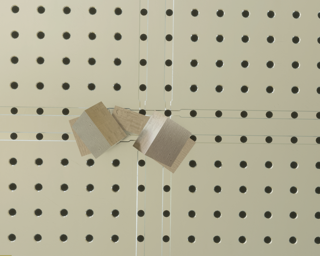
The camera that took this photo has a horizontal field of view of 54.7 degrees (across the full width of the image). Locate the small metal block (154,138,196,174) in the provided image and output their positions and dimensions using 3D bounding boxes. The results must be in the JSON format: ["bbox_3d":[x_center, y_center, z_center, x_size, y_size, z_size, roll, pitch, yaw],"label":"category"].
[{"bbox_3d":[0.012,0.024,0.414,0.050,0.025,0.050,36,90,-1],"label":"small metal block"}]

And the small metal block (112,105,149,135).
[{"bbox_3d":[-0.035,-0.008,0.400,0.050,0.050,0.025,19,90,-1],"label":"small metal block"}]

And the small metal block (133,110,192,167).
[{"bbox_3d":[0.004,0.014,0.374,0.050,0.025,0.050,32,89,-45],"label":"small metal block"}]

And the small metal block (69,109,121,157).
[{"bbox_3d":[-0.086,0.005,0.412,0.050,0.025,0.050,-19,90,-1],"label":"small metal block"}]

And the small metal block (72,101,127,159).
[{"bbox_3d":[-0.074,0.004,0.372,0.025,0.050,0.050,-37,91,-39],"label":"small metal block"}]
